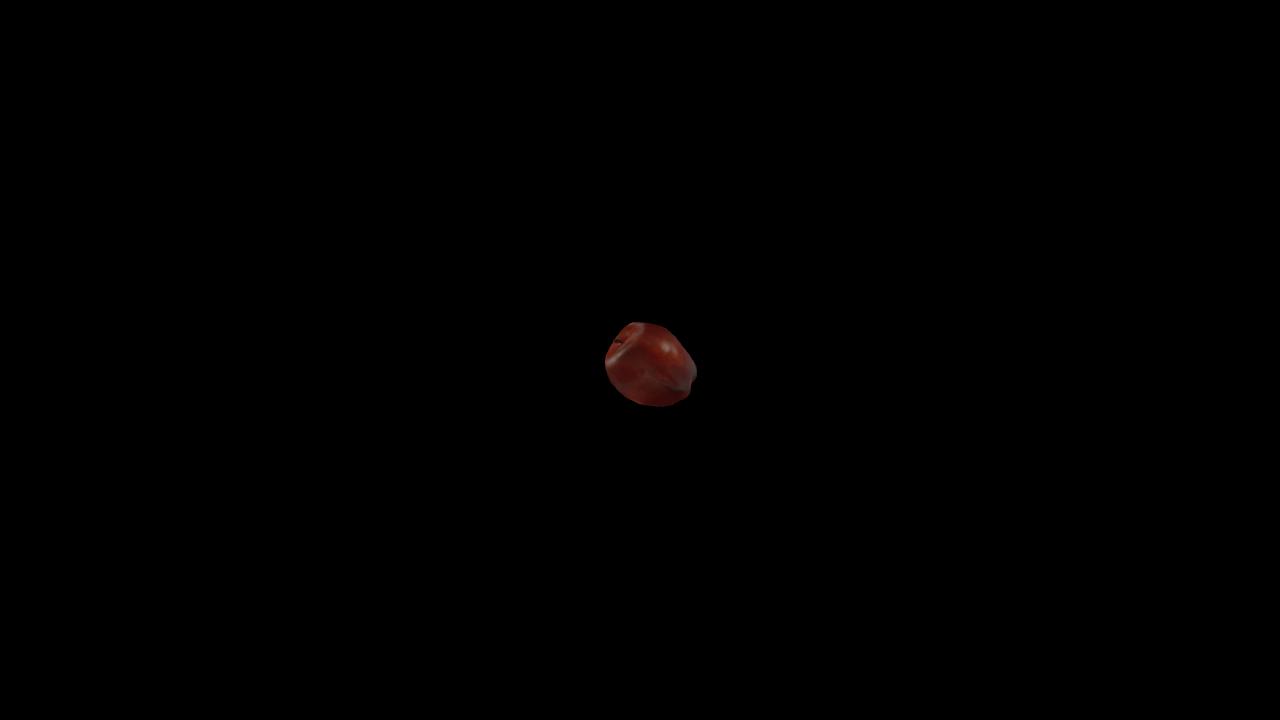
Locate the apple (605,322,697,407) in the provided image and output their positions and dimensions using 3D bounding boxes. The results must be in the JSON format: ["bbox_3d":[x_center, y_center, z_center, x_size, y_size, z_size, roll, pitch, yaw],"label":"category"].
[{"bbox_3d":[0.009,0.005,0.612,0.093,0.079,0.079,37,-14,-19],"label":"apple"}]
